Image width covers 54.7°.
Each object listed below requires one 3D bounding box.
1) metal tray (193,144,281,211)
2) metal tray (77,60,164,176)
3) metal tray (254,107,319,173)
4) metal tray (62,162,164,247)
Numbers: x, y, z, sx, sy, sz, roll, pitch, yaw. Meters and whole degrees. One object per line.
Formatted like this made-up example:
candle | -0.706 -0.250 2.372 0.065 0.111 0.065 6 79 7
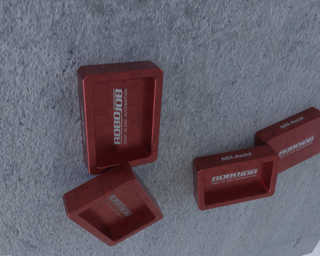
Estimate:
metal tray | 0.121 0.080 0.498 0.131 0.030 0.089 -10 124 -6
metal tray | -0.046 -0.011 0.371 0.091 0.030 0.129 -10 123 -23
metal tray | 0.228 0.026 0.545 0.131 0.030 0.089 -22 127 -15
metal tray | -0.057 0.107 0.416 0.090 0.030 0.130 -29 140 -3
